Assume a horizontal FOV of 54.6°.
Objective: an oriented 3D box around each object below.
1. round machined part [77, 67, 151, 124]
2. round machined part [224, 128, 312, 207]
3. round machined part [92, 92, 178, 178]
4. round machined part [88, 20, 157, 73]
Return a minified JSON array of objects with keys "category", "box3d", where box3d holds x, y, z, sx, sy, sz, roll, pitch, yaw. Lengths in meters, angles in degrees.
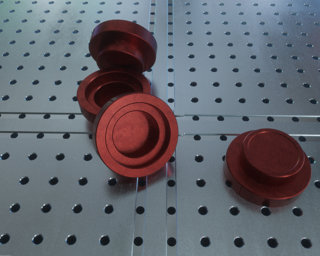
[{"category":"round machined part","box3d":[-0.061,-0.037,0.428,0.099,0.042,0.098,0,50,0]},{"category":"round machined part","box3d":[0.128,0.039,0.365,0.099,0.042,0.098,0,50,0]},{"category":"round machined part","box3d":[-0.031,0.006,0.368,0.099,0.098,0.042,-22,16,-18]},{"category":"round machined part","box3d":[-0.055,-0.106,0.452,0.098,0.098,0.042,5,64,4]}]
